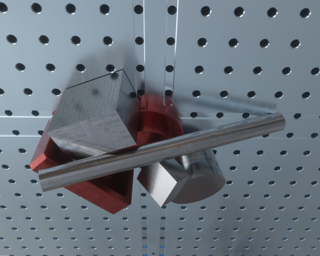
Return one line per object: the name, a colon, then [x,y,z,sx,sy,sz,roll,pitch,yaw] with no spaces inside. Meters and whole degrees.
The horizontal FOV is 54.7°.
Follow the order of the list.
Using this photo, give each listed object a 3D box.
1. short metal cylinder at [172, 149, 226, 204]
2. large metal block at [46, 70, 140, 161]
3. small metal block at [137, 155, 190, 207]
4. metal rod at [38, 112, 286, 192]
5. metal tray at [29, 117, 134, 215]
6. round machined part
short metal cylinder: [0.045,0.066,0.436,0.081,0.050,0.080,-12,144,-9]
large metal block: [-0.072,-0.015,0.360,0.080,0.080,0.050,-16,128,13]
small metal block: [0.003,0.062,0.391,0.025,0.050,0.050,-18,144,-45]
metal rod: [0.016,0.024,0.370,0.302,0.025,0.025,-13,132,-15]
metal tray: [-0.092,0.044,0.404,0.030,0.090,0.130,-36,122,26]
round machined part: [-0.017,0.015,0.417,0.099,0.042,0.097,-1,130,0]
